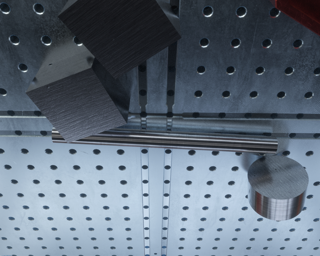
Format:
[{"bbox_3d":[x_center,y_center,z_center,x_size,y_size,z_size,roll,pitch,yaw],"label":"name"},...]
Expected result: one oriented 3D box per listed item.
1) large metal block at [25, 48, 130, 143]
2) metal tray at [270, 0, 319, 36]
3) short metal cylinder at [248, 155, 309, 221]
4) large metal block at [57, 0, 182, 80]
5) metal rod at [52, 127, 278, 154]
[{"bbox_3d":[-0.091,-0.037,0.363,0.080,0.050,0.080,-18,128,14],"label":"large metal block"},{"bbox_3d":[0.176,-0.151,0.280,0.091,0.030,0.129,23,127,-19],"label":"metal tray"},{"bbox_3d":[0.169,0.086,0.450,0.080,0.080,0.050,-8,130,7],"label":"short metal cylinder"},{"bbox_3d":[-0.036,-0.108,0.303,0.080,0.050,0.080,-28,125,21],"label":"large metal block"},{"bbox_3d":[0.009,0.016,0.424,0.302,0.025,0.025,3,130,-3],"label":"metal rod"}]
